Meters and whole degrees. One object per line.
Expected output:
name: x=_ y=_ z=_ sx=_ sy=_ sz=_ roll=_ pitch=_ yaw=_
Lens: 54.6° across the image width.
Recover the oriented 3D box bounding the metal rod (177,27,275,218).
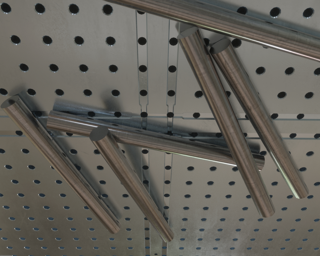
metal rod: x=0.096 y=0.013 z=0.399 sx=0.025 sy=0.025 sz=0.299 roll=-21 pitch=120 yaw=17

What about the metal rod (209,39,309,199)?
metal rod: x=0.146 y=0.007 z=0.418 sx=0.025 sy=0.025 sz=0.300 roll=-26 pitch=126 yaw=20

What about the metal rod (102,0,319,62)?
metal rod: x=0.069 y=-0.108 z=0.319 sx=0.302 sy=0.025 sz=0.025 roll=12 pitch=129 yaw=-11

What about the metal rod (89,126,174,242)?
metal rod: x=-0.030 y=0.105 z=0.481 sx=0.025 sy=0.025 sz=0.299 roll=-14 pitch=135 yaw=11

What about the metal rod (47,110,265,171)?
metal rod: x=0.002 y=0.020 z=0.428 sx=0.302 sy=0.025 sz=0.025 roll=12 pitch=129 yaw=-11

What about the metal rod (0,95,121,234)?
metal rod: x=-0.133 y=0.074 z=0.473 sx=0.025 sy=0.025 sz=0.299 roll=-16 pitch=129 yaw=13
